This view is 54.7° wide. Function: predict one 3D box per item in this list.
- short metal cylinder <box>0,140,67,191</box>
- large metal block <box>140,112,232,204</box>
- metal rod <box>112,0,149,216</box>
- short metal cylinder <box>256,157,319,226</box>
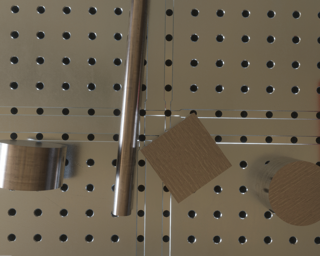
[{"bbox_3d":[-0.160,0.044,0.384,0.081,0.080,0.050,7,90,-1],"label":"short metal cylinder"},{"bbox_3d":[0.032,0.036,0.401,0.080,0.050,0.080,-35,90,0],"label":"large metal block"},{"bbox_3d":[-0.038,-0.035,0.412,0.025,0.025,0.298,5,90,-1],"label":"metal rod"},{"bbox_3d":[0.173,0.080,0.403,0.081,0.050,0.079,0,90,-1],"label":"short metal cylinder"}]
